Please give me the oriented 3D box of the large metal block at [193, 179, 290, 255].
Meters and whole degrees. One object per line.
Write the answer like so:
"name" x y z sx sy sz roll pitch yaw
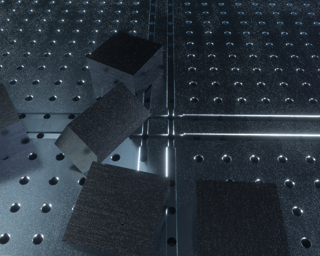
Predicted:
"large metal block" 0.075 0.101 0.307 0.080 0.050 0.080 3 50 2

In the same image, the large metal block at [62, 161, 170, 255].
"large metal block" -0.038 0.087 0.311 0.080 0.050 0.080 11 60 9

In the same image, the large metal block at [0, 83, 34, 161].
"large metal block" -0.220 -0.002 0.392 0.080 0.050 0.080 -26 55 -20

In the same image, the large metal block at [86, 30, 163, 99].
"large metal block" -0.050 -0.096 0.473 0.080 0.050 0.080 24 54 19

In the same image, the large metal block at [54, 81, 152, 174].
"large metal block" -0.068 0.002 0.361 0.050 0.080 0.080 48 59 -6
